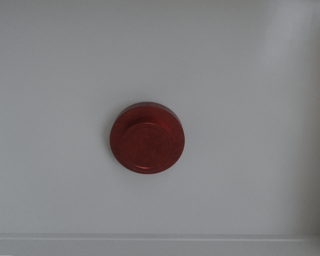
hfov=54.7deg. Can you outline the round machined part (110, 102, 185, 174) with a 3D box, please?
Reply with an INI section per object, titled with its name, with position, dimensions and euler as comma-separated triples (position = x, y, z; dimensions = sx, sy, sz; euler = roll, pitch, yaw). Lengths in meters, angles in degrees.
[round machined part]
position = -0.017, 0.018, 0.405
dimensions = 0.099, 0.042, 0.097
euler = 0, 110, -1
